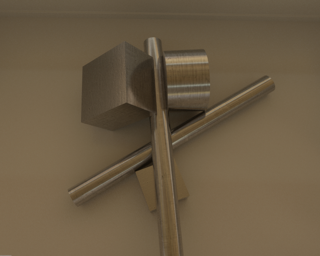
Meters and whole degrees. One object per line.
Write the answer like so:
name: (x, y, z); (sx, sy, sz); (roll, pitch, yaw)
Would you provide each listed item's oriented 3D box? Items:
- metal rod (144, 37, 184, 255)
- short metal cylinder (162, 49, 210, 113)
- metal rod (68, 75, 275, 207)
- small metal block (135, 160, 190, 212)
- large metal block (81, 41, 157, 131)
metal rod: (0.002, 0.022, 0.373); (0.025, 0.025, 0.299); (-4, 69, -2)
short metal cylinder: (0.031, -0.060, 0.401); (0.050, 0.080, 0.080); (-4, 70, -3)
metal rod: (0.023, 0.011, 0.403); (0.302, 0.025, 0.025); (-30, 73, -11)
small metal block: (0.003, 0.071, 0.382); (0.050, 0.025, 0.050); (-20, 71, -8)
large metal block: (-0.053, -0.049, 0.392); (0.080, 0.050, 0.080); (-19, 65, 36)
